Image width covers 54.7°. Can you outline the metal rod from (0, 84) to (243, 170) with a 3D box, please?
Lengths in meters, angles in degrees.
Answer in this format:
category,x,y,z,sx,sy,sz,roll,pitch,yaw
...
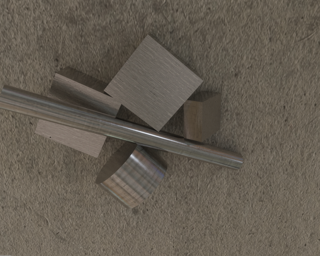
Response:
category,x,y,z,sx,sy,sz,roll,pitch,yaw
metal rod,-0.026,0.007,0.370,0.302,0.025,0.025,16,110,-24

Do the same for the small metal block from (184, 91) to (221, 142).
category,x,y,z,sx,sy,sz,roll,pitch,yaw
small metal block,0.054,-0.016,0.390,0.025,0.050,0.050,12,115,34

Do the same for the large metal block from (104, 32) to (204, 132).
category,x,y,z,sx,sy,sz,roll,pitch,yaw
large metal block,-0.007,-0.057,0.374,0.080,0.050,0.080,38,106,-13

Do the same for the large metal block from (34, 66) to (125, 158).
category,x,y,z,sx,sy,sz,roll,pitch,yaw
large metal block,-0.097,-0.021,0.389,0.080,0.050,0.080,24,108,-9

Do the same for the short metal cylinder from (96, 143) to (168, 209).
category,x,y,z,sx,sy,sz,roll,pitch,yaw
short metal cylinder,-0.037,0.056,0.401,0.080,0.080,0.050,-42,105,14
